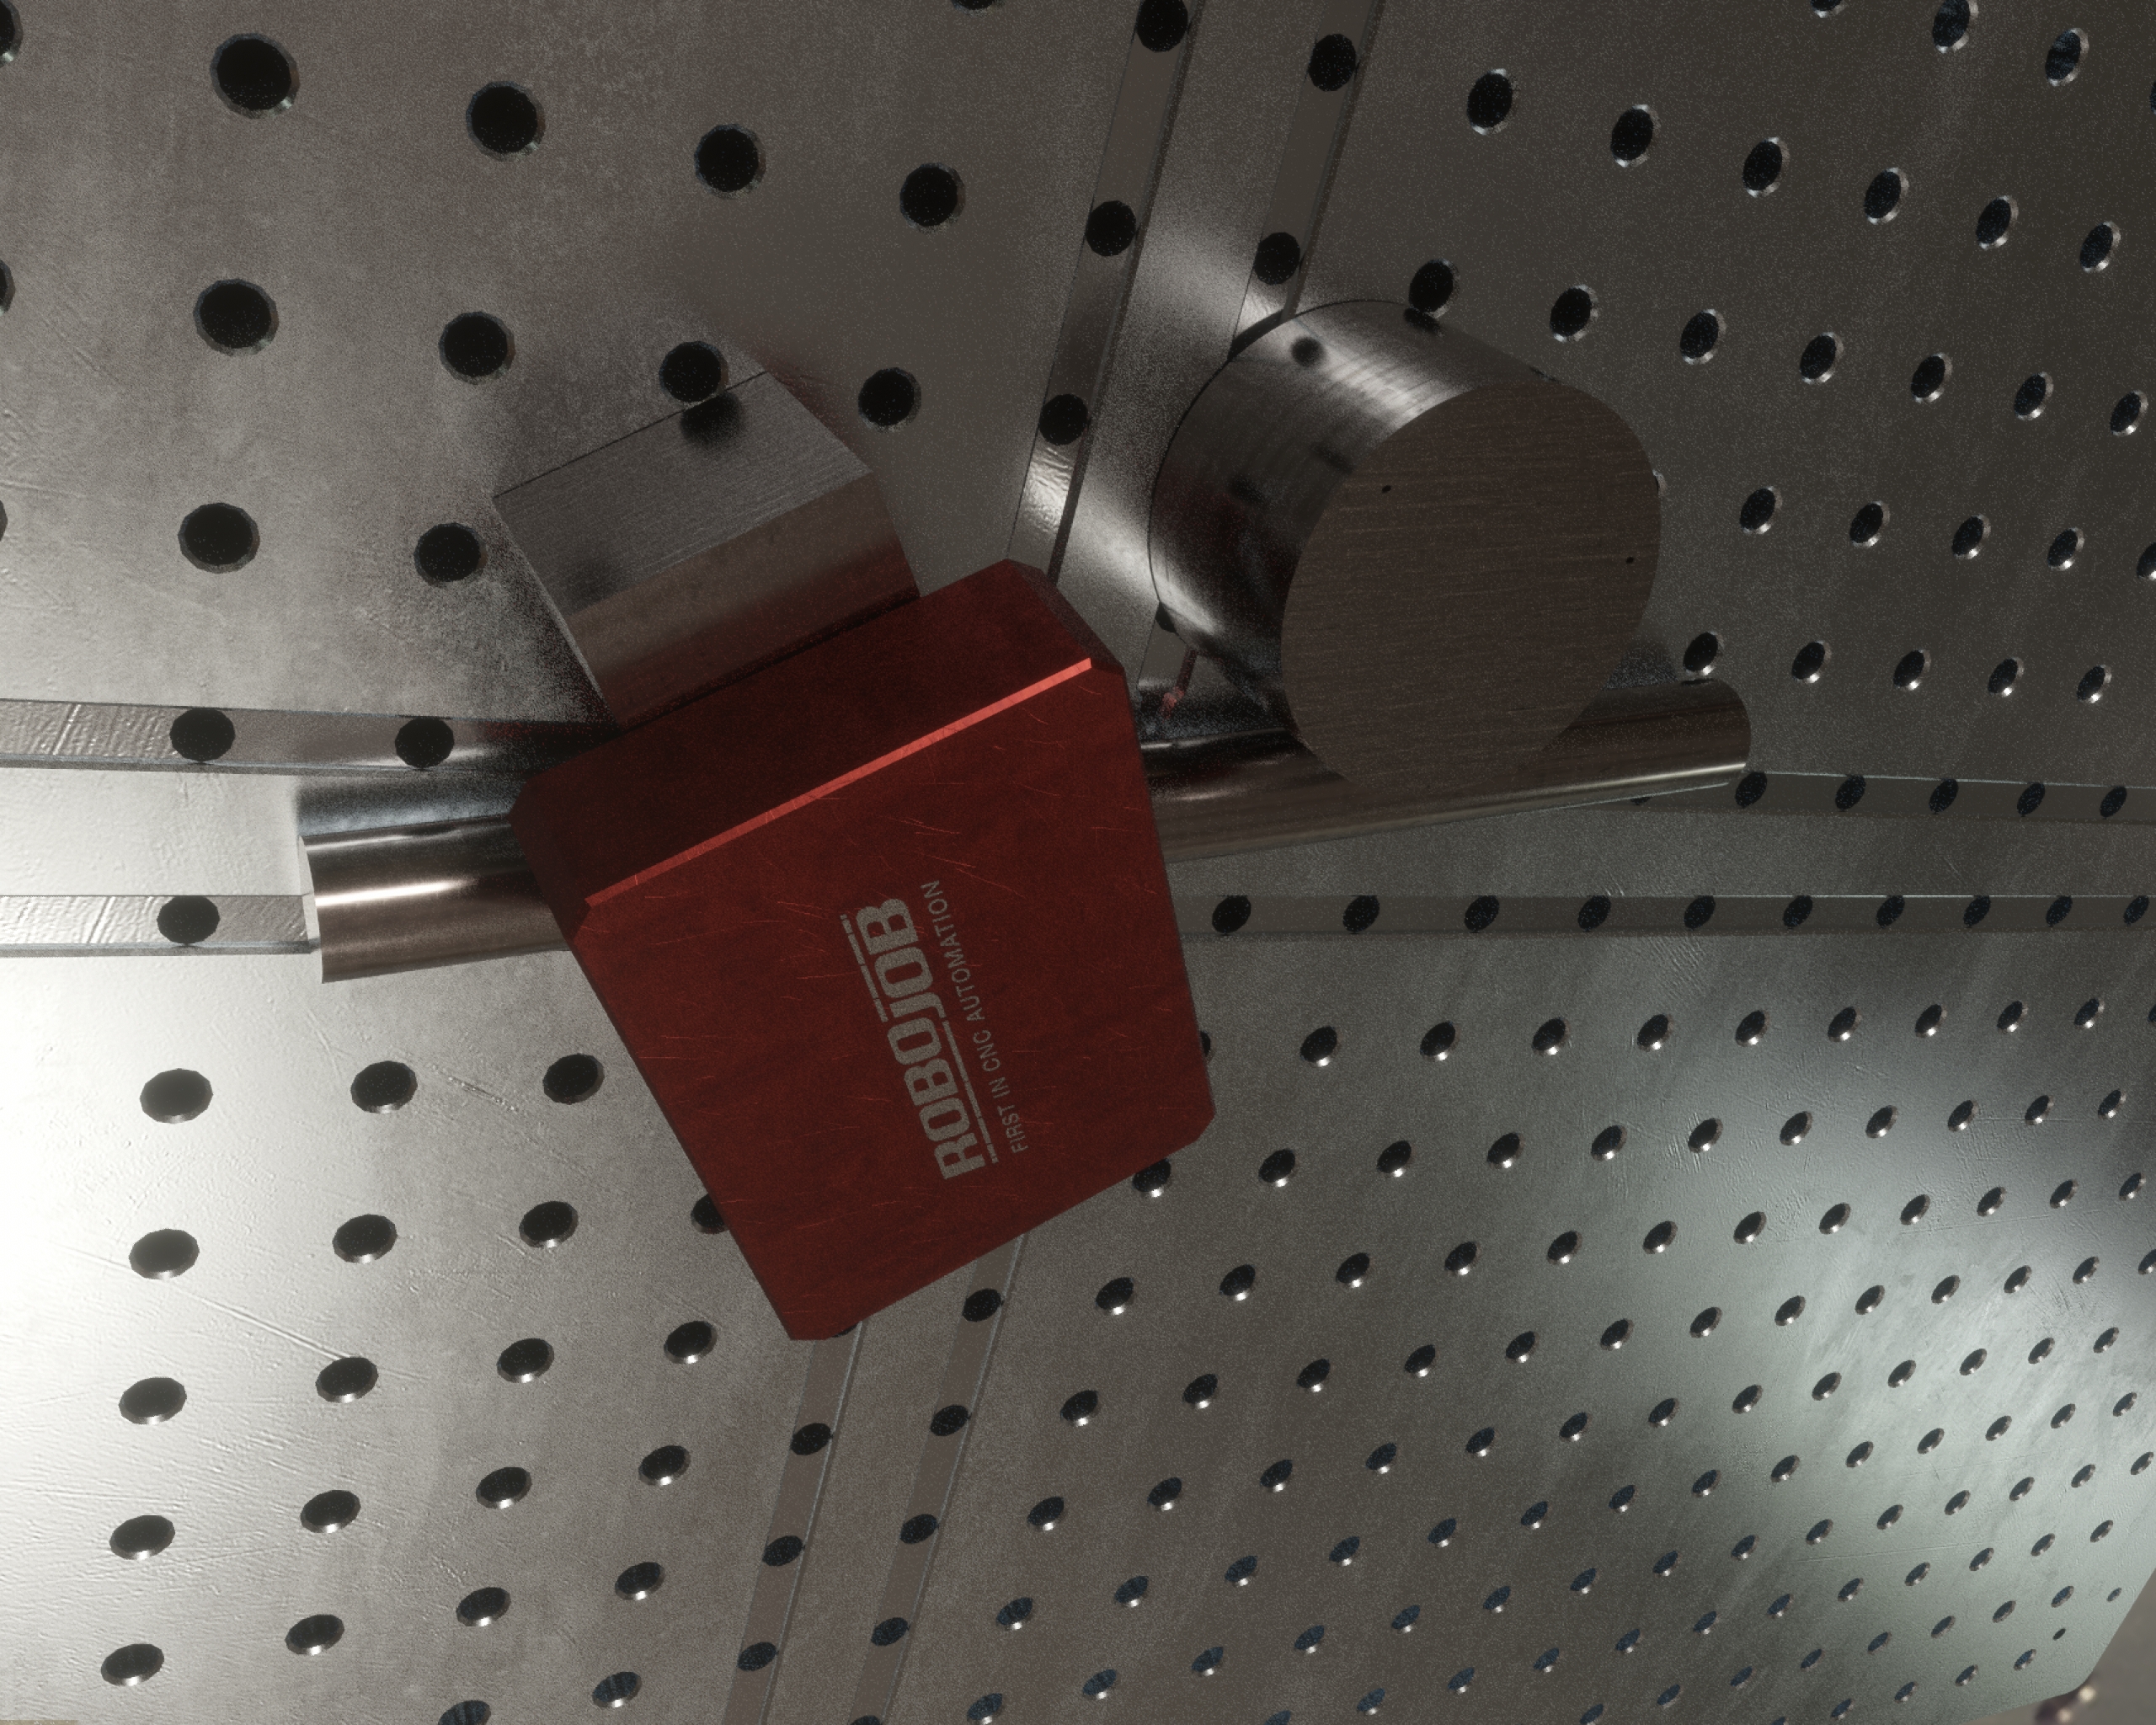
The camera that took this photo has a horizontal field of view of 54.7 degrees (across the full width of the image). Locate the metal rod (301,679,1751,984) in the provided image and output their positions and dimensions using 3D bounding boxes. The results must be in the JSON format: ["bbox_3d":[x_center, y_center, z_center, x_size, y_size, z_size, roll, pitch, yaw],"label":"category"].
[{"bbox_3d":[0.008,-0.011,0.411,0.303,0.025,0.025,-8,122,-25],"label":"metal rod"}]

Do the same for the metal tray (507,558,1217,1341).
[{"bbox_3d":[-0.029,0.021,0.356,0.091,0.030,0.129,-27,139,-11],"label":"metal tray"}]

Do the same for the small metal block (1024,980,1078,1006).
[{"bbox_3d":[-0.019,0.041,0.426,0.050,0.025,0.050,-21,127,-16],"label":"small metal block"}]

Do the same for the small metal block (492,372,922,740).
[{"bbox_3d":[-0.060,-0.049,0.332,0.050,0.050,0.025,-28,128,-11],"label":"small metal block"}]

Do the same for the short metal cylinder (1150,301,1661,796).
[{"bbox_3d":[0.061,-0.059,0.393,0.081,0.050,0.079,-14,125,-21],"label":"short metal cylinder"}]
